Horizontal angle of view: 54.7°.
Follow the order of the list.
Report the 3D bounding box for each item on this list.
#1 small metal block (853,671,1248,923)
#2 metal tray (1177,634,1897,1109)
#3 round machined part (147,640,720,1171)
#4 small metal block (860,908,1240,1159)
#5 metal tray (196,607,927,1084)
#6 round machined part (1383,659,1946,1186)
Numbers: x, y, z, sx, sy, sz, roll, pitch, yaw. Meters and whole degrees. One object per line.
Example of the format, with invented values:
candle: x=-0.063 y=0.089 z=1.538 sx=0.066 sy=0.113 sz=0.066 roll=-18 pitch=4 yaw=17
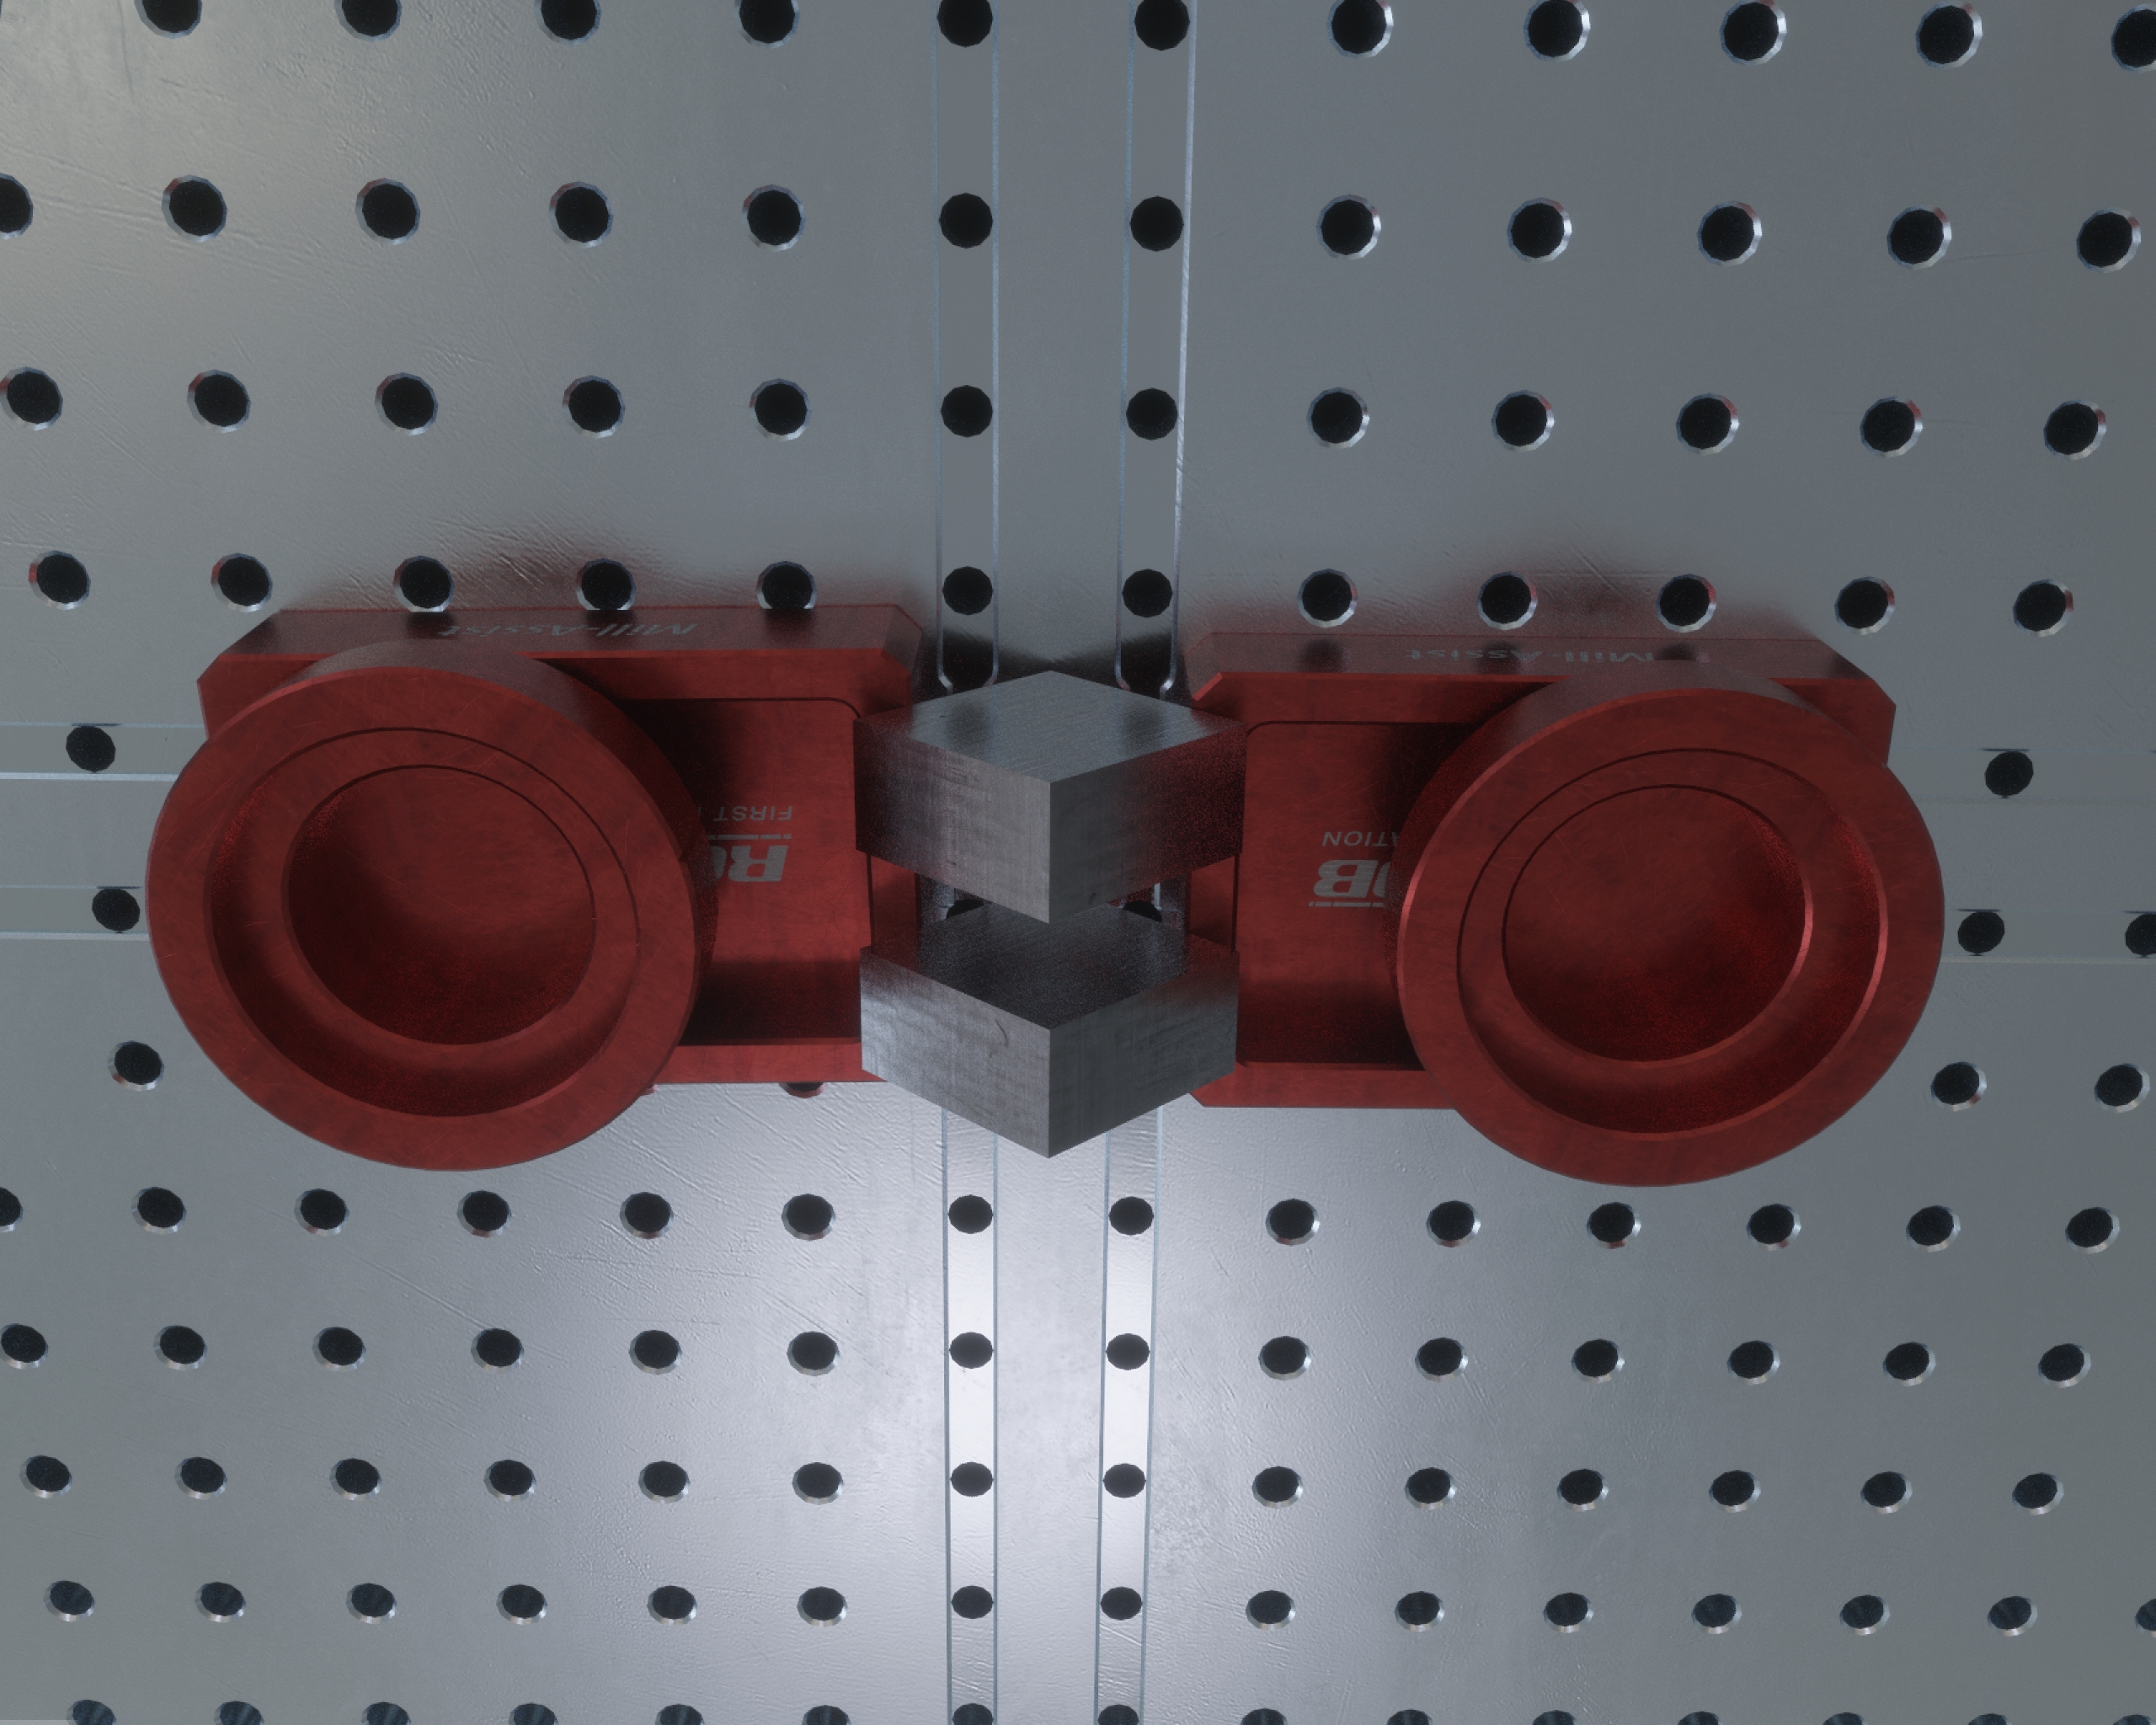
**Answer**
small metal block: x=-0.005 y=-0.014 z=0.380 sx=0.050 sy=0.050 sz=0.025 roll=19 pitch=117 yaw=41
metal tray: x=0.086 y=0.003 z=0.413 sx=0.131 sy=0.030 sz=0.089 roll=1 pitch=110 yaw=-1
round machined part: x=-0.117 y=0.005 z=0.392 sx=0.099 sy=0.042 sz=0.097 roll=0 pitch=110 yaw=0
small metal block: x=-0.005 y=0.028 z=0.394 sx=0.050 sy=0.050 sz=0.025 roll=19 pitch=117 yaw=41
metal tray: x=-0.095 y=-0.002 z=0.410 sx=0.131 sy=0.030 sz=0.089 roll=-1 pitch=112 yaw=0
round machined part: x=0.107 y=0.008 z=0.395 sx=0.099 sy=0.042 sz=0.097 roll=0 pitch=110 yaw=0
